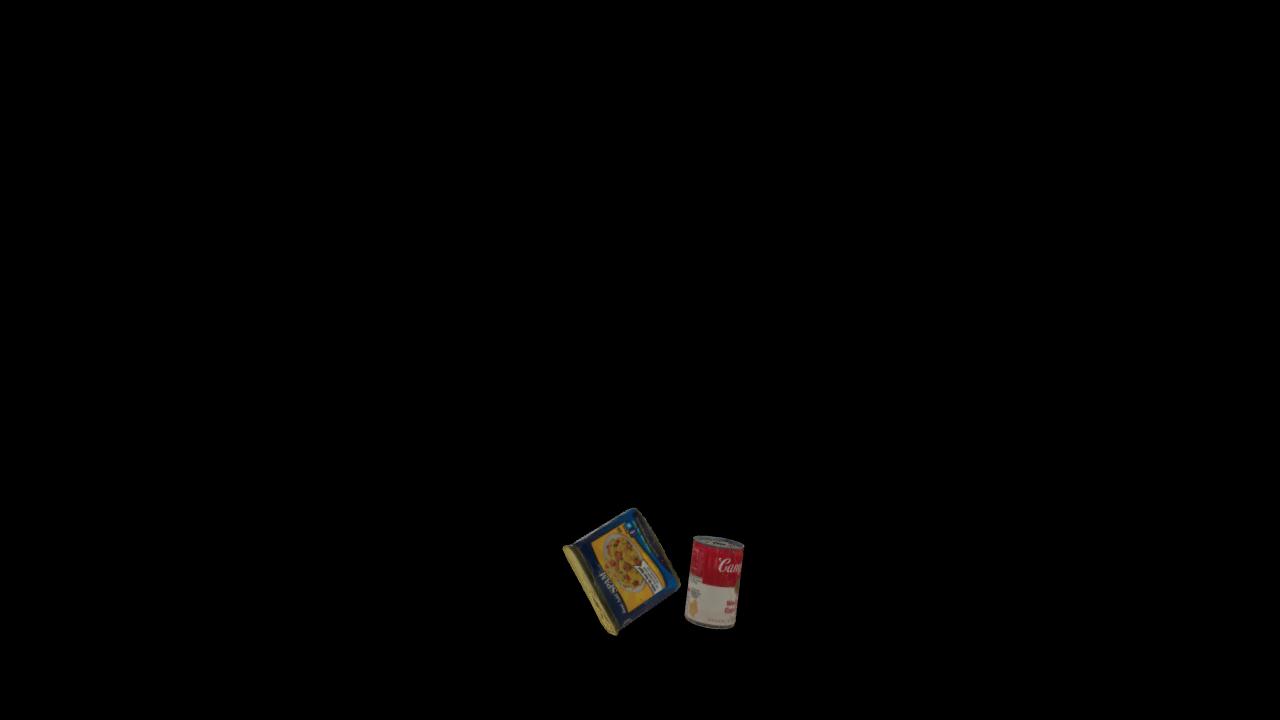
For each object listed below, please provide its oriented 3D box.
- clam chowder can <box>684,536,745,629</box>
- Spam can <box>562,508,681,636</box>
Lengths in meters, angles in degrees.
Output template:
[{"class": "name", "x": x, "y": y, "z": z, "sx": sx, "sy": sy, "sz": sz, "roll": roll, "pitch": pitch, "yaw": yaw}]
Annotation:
[{"class": "clam chowder can", "x": 0.096, "y": 0.286, "z": 0.798, "sx": 0.068, "sy": 0.102, "sz": 0.068, "roll": 8, "pitch": -6, "yaw": 1}, {"class": "Spam can", "x": -0.019, "y": 0.218, "z": 0.644, "sx": 0.085, "sy": 0.101, "sz": 0.058, "roll": -27, "pitch": -7, "yaw": -23}]
